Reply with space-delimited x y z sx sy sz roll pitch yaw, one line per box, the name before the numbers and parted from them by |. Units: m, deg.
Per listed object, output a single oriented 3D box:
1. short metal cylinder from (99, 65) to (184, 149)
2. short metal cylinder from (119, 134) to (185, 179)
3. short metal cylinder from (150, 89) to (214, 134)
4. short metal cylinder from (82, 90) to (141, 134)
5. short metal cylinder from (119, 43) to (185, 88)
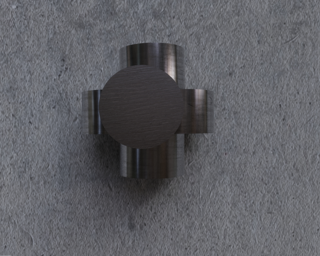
short metal cylinder | -0.018 -0.020 0.318 0.081 0.050 0.079 0 90 -1
short metal cylinder | -0.010 0.031 0.383 0.081 0.080 0.050 0 90 -1
short metal cylinder | 0.026 -0.019 0.384 0.081 0.080 0.050 0 90 -1
short metal cylinder | -0.055 -0.018 0.383 0.081 0.080 0.050 -1 90 -1
short metal cylinder | -0.009 -0.070 0.383 0.081 0.080 0.050 -2 90 -1
